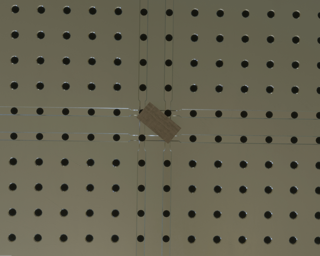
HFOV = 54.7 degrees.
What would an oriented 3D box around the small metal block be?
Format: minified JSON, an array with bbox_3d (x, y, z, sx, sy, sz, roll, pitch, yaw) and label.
[{"bbox_3d":[-0.001,-0.006,0.401,0.050,0.050,0.025,40,90,-1],"label":"small metal block"}]
